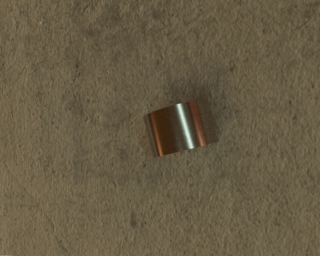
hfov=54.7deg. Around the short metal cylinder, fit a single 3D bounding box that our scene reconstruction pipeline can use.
[{"bbox_3d":[0.025,0.002,0.370,0.080,0.080,0.050,-16,85,19],"label":"short metal cylinder"}]
